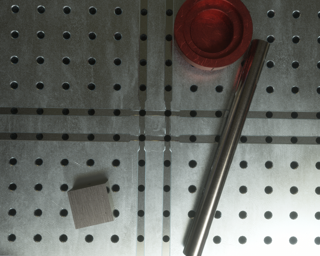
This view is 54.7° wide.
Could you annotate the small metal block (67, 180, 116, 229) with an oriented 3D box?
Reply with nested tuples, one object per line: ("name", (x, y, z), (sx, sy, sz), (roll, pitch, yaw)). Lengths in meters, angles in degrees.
("small metal block", (-0.090, 0.101, 0.412), (0.050, 0.025, 0.050), (-13, 90, -1))

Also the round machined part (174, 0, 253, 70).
("round machined part", (0.067, -0.124, 0.406), (0.099, 0.042, 0.097), (0, 90, -1))

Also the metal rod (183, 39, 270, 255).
("metal rod", (0.089, 0.028, 0.414), (0.025, 0.025, 0.298), (18, 90, -1))
